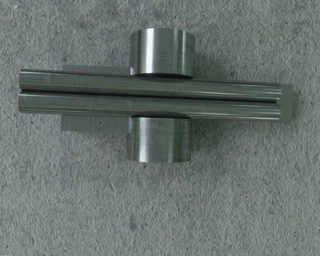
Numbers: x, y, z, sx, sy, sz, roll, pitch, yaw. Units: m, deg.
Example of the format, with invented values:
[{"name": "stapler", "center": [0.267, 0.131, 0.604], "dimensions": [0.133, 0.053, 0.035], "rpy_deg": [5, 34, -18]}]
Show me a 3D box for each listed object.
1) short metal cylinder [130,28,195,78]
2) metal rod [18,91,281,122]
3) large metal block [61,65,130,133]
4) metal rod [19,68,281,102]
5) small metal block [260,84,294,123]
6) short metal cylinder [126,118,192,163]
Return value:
[{"name": "short metal cylinder", "center": [0.003, -0.086, 0.384], "dimensions": [0.081, 0.080, 0.050], "rpy_deg": [2, 90, 0]}, {"name": "metal rod", "center": [-0.005, -0.024, 0.366], "dimensions": [0.302, 0.025, 0.025], "rpy_deg": [2, 90, -8]}, {"name": "large metal block", "center": [-0.078, -0.035, 0.398], "dimensions": [0.081, 0.050, 0.080], "rpy_deg": [2, 90, 0]}, {"name": "metal rod", "center": [-0.004, -0.049, 0.366], "dimensions": [0.302, 0.025, 0.025], "rpy_deg": [2, 90, -8]}, {"name": "small metal block", "center": [0.146, -0.033, 0.413], "dimensions": [0.050, 0.025, 0.050], "rpy_deg": [3, 90, 0]}, {"name": "short metal cylinder", "center": [-0.001, 0.013, 0.384], "dimensions": [0.081, 0.080, 0.050], "rpy_deg": [2, 90, 0]}]
